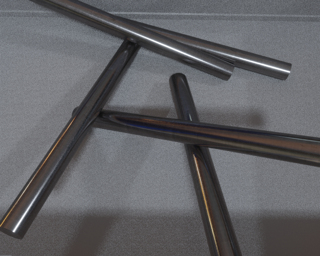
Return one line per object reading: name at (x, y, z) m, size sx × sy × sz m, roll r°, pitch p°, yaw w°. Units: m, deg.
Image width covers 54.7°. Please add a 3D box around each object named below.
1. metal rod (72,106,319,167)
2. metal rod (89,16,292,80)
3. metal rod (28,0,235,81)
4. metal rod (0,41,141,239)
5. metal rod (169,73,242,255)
metal rod at (0.016, 0.002, 0.337) m, size 0.300 × 0.025 × 0.025 m, roll 9°, pitch 68°, yaw 32°
metal rod at (0.039, -0.124, 0.455) m, size 0.301 × 0.025 × 0.025 m, roll 17°, pitch 71°, yaw 5°
metal rod at (-0.040, -0.133, 0.428) m, size 0.302 × 0.025 × 0.025 m, roll 21°, pitch 71°, yaw -4°
metal rod at (-0.087, -0.016, 0.366) m, size 0.025 × 0.025 × 0.300 m, roll 19°, pitch 53°, yaw 6°
metal rod at (0.043, 0.036, 0.329) m, size 0.025 × 0.025 × 0.300 m, roll -7°, pitch 44°, yaw -3°
